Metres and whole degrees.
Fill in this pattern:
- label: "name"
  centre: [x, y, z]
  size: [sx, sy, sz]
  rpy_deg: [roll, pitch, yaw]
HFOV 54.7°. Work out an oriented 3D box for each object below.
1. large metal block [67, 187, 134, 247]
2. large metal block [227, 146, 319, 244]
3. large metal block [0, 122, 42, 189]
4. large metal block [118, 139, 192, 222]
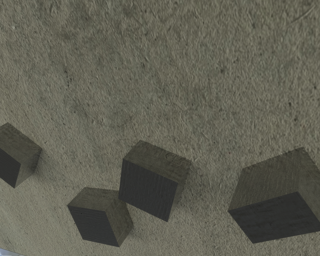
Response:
- label: "large metal block"
  centre: [-0.102, 0.153, 0.539]
  size: [0.080, 0.050, 0.080]
  rpy_deg: [0, 118, 28]
- label: "large metal block"
  centre: [0.133, 0.075, 0.348]
  size: [0.080, 0.080, 0.050]
  rpy_deg: [-30, 102, 38]
- label: "large metal block"
  centre: [-0.272, 0.050, 0.565]
  size: [0.080, 0.050, 0.080]
  rpy_deg: [37, 129, 3]
- label: "large metal block"
  centre: [-0.009, 0.075, 0.442]
  size: [0.080, 0.050, 0.079]
  rpy_deg: [22, 127, 15]
